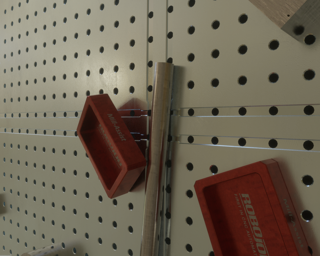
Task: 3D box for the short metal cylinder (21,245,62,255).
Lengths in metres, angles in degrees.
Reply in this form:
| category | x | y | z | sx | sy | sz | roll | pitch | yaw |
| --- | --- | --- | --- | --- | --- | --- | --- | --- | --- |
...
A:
| category | x | y | z | sx | sy | sz | roll | pitch | yaw |
| --- | --- | --- | --- | --- | --- | --- | --- | --- | --- |
| short metal cylinder | -0.220 | 0.265 | 0.576 | 0.080 | 0.050 | 0.080 | 0 | 90 | 40 |

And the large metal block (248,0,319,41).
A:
| category | x | y | z | sx | sy | sz | roll | pitch | yaw |
| --- | --- | --- | --- | --- | --- | --- | --- | --- | --- |
| large metal block | 0.125 | -0.144 | 0.290 | 0.080 | 0.050 | 0.080 | -49 | 61 | 29 |

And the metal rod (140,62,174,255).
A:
| category | x | y | z | sx | sy | sz | roll | pitch | yaw |
| --- | --- | --- | --- | --- | --- | --- | --- | --- | --- |
| metal rod | -0.006 | 0.064 | 0.414 | 0.025 | 0.025 | 0.298 | 8 | 95 | 40 |

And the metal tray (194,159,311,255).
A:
| category | x | y | z | sx | sy | sz | roll | pitch | yaw |
| --- | --- | --- | --- | --- | --- | --- | --- | --- | --- |
| metal tray | 0.096 | 0.107 | 0.326 | 0.090 | 0.030 | 0.129 | -26 | 74 | 37 |

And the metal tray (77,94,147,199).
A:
| category | x | y | z | sx | sy | sz | roll | pitch | yaw |
| --- | --- | --- | --- | --- | --- | --- | --- | --- | --- |
| metal tray | -0.076 | 0.025 | 0.452 | 0.130 | 0.030 | 0.089 | 58 | 140 | 24 |
